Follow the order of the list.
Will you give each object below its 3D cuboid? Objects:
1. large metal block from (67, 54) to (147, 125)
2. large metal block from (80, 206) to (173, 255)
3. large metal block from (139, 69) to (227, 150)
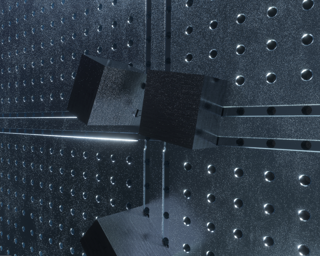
[{"bbox_3d":[-0.072,-0.050,0.430,0.050,0.081,0.079,32,110,35],"label":"large metal block"},{"bbox_3d":[-0.044,0.158,0.408,0.080,0.081,0.050,52,120,27],"label":"large metal block"},{"bbox_3d":[0.026,-0.024,0.370,0.080,0.050,0.079,14,99,38],"label":"large metal block"}]
